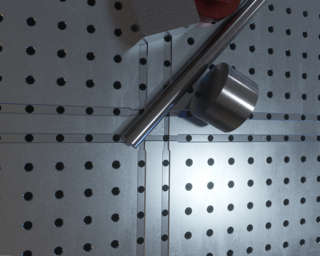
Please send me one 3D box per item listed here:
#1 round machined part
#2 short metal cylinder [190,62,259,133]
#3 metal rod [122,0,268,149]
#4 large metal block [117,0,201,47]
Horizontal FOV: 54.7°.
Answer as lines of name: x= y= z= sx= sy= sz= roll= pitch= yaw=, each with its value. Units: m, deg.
round machined part: x=0.075 y=-0.202 z=0.432 sx=0.099 sy=0.042 sz=0.097 roll=0 pitch=90 yaw=-21
short metal cylinder: x=0.085 y=-0.040 z=0.416 sx=0.050 sy=0.080 sz=0.080 roll=29 pitch=81 yaw=-18
metal rod: x=0.057 y=-0.091 z=0.434 sx=0.025 sy=0.025 sz=0.300 roll=45 pitch=76 yaw=-15
large metal block: x=-0.005 y=-0.159 z=0.398 sx=0.081 sy=0.050 sz=0.080 roll=-21 pitch=97 yaw=-19
